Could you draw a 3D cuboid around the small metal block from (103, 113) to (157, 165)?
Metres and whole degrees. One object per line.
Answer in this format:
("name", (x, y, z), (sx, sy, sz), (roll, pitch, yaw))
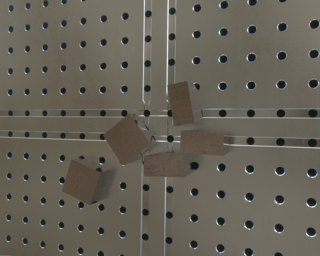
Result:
("small metal block", (-0.042, 0.015, 0.428), (0.050, 0.025, 0.050), (-38, 78, 16))

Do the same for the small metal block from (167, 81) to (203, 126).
("small metal block", (0.033, -0.029, 0.388), (0.025, 0.050, 0.050), (-11, 87, 20))

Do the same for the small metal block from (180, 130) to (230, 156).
("small metal block", (0.056, 0.017, 0.380), (0.050, 0.050, 0.025), (5, 92, 20))

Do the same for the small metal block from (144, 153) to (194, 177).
("small metal block", (0.013, 0.046, 0.395), (0.050, 0.050, 0.025), (-2, 90, 20))

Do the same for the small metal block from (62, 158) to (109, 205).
("small metal block", (-0.108, 0.076, 0.452), (0.050, 0.025, 0.050), (20, 97, 19))
